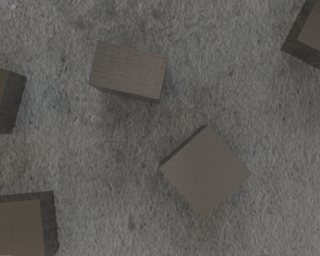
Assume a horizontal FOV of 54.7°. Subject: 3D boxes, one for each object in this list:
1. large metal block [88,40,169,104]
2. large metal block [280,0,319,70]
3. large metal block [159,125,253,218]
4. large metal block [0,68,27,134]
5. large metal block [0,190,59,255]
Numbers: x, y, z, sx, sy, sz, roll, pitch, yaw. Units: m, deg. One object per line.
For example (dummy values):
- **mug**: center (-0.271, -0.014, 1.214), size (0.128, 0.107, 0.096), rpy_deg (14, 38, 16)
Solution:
- **large metal block**: center (-0.035, -0.065, 0.382), size (0.080, 0.080, 0.050), rpy_deg (12, 90, -1)
- **large metal block**: center (0.220, -0.125, 0.400), size (0.080, 0.050, 0.080), rpy_deg (27, 90, -1)
- **large metal block**: center (0.055, 0.052, 0.398), size (0.080, 0.050, 0.080), rpy_deg (-42, 91, 0)
- **large metal block**: center (-0.229, -0.041, 0.394), size (0.080, 0.050, 0.080), rpy_deg (15, 90, -1)
- **large metal block**: center (-0.181, 0.128, 0.395), size (0.081, 0.050, 0.079), rpy_deg (-5, 90, -1)
